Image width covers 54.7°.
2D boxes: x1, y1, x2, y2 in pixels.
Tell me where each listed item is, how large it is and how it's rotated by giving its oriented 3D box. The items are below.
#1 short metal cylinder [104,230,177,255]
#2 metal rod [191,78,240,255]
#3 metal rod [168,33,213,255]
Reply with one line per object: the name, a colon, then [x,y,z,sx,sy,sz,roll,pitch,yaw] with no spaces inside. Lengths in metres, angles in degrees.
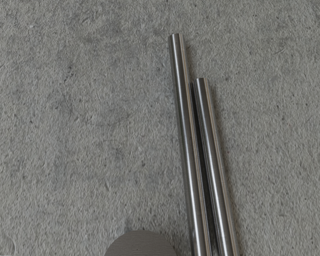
short metal cylinder: [-0.020,0.154,0.338,0.081,0.050,0.080,0,70,0]
metal rod: [0.071,0.076,0.381,0.025,0.025,0.299,-5,70,-2]
metal rod: [0.036,0.008,0.405,0.025,0.025,0.299,-4,70,-2]
